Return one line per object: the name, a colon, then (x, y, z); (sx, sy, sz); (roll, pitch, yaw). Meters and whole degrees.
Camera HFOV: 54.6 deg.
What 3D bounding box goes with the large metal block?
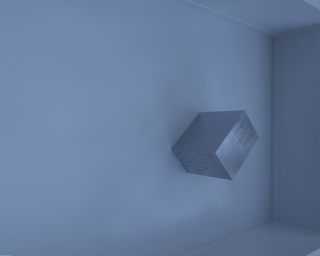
large metal block: (0.077, 0.021, 0.434); (0.080, 0.080, 0.050); (-50, 120, -28)
